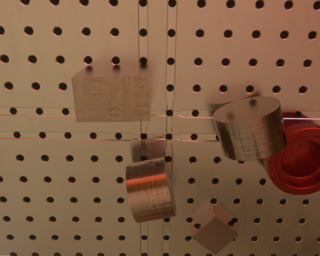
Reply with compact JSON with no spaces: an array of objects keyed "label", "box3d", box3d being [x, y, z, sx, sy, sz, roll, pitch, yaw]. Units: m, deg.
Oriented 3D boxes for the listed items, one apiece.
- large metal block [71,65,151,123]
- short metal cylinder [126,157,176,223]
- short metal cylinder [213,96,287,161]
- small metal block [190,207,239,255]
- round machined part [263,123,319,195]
[{"label":"large metal block","box3d":[-0.051,-0.044,0.367,0.081,0.080,0.050,-1,110,0]},{"label":"short metal cylinder","box3d":[-0.011,0.082,0.414,0.050,0.080,0.079,-12,110,4]},{"label":"short metal cylinder","box3d":[0.111,-0.001,0.385,0.080,0.080,0.050,-16,109,6]},{"label":"small metal block","box3d":[0.082,0.157,0.472,0.050,0.025,0.050,39,105,-14]},{"label":"round machined part","box3d":[0.189,0.038,0.420,0.099,0.042,0.097,0,111,-1]}]
